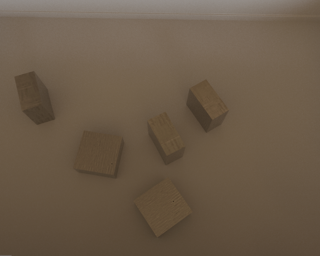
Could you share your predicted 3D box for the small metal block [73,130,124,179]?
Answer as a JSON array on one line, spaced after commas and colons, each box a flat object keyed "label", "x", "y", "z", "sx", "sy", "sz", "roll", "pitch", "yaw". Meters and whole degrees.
[{"label": "small metal block", "x": -0.077, "y": 0.034, "z": 0.396, "sx": 0.050, "sy": 0.025, "sz": 0.050, "roll": 9, "pitch": 70, "yaw": 3}]

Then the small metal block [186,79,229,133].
[{"label": "small metal block", "x": 0.061, "y": -0.028, "z": 0.407, "sx": 0.025, "sy": 0.050, "sz": 0.050, "roll": -30, "pitch": 73, "yaw": -10}]

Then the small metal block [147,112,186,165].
[{"label": "small metal block", "x": 0.007, "y": 0.015, "z": 0.391, "sx": 0.025, "sy": 0.050, "sz": 0.050, "roll": -26, "pitch": 73, "yaw": -9}]

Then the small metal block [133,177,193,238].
[{"label": "small metal block", "x": 0.003, "y": 0.096, "z": 0.375, "sx": 0.050, "sy": 0.025, "sz": 0.050, "roll": -33, "pitch": 74, "yaw": -12}]

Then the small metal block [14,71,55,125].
[{"label": "small metal block", "x": -0.164, "y": -0.038, "z": 0.408, "sx": 0.025, "sy": 0.050, "sz": 0.050, "roll": -18, "pitch": 71, "yaw": -7}]
